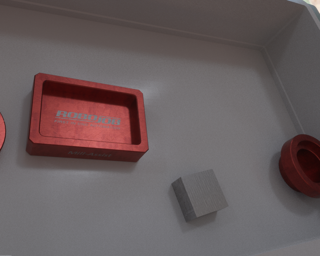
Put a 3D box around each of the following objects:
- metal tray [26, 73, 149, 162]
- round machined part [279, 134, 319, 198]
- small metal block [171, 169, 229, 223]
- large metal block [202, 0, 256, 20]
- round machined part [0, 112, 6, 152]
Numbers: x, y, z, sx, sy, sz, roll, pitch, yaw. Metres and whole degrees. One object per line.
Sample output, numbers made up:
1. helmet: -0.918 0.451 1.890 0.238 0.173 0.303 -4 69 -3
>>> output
1. metal tray: -0.082 -0.010 0.365 0.131 0.030 0.090 7 59 -25
2. round machined part: 0.226 0.062 0.482 0.099 0.042 0.098 14 56 -21
3. small metal block: 0.049 0.083 0.383 0.050 0.025 0.050 -8 66 -32
4. large metal block: 0.144 -0.266 0.616 0.081 0.080 0.050 -6 65 -31
5. round machined part: -0.195 -0.001 0.283 0.099 0.042 0.098 19 52 -26
